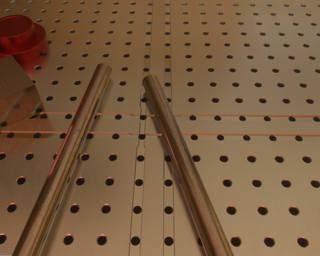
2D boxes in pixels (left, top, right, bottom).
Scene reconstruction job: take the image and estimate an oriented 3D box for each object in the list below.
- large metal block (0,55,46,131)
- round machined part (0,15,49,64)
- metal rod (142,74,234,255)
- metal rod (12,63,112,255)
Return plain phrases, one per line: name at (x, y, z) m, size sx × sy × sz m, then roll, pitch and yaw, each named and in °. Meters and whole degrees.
large metal block at (-0.220, -0.046, 0.428) m, size 0.081 × 0.050 × 0.080 m, roll -31°, pitch 57°, yaw -24°
round machined part at (-0.244, -0.155, 0.524) m, size 0.099 × 0.042 × 0.098 m, roll 1°, pitch 50°, yaw 0°
metal rod at (0.027, 0.040, 0.374) m, size 0.025 × 0.025 × 0.300 m, roll -12°, pitch 51°, yaw -11°
metal rod at (-0.110, 0.023, 0.386) m, size 0.025 × 0.025 × 0.300 m, roll 7°, pitch 50°, yaw 5°
